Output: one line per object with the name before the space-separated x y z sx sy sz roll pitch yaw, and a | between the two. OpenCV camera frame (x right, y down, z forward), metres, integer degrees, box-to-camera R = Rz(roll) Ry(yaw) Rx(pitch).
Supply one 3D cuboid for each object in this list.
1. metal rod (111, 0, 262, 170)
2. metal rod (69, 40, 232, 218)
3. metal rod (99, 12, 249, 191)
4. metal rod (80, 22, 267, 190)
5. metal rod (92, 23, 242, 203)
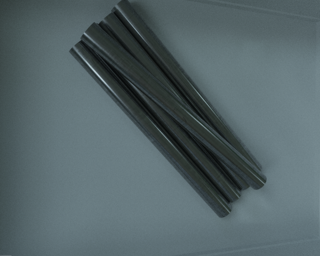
metal rod | 0.044 -0.046 0.425 0.025 0.025 0.300 -45 104 -14
metal rod | -0.003 0.009 0.408 0.025 0.025 0.300 -45 104 -14
metal rod | 0.029 -0.026 0.420 0.025 0.025 0.300 -45 104 -14
metal rod | 0.028 -0.017 0.392 0.300 0.025 0.025 40 77 -16
metal rod | 0.011 -0.011 0.413 0.025 0.025 0.300 -45 104 -14
